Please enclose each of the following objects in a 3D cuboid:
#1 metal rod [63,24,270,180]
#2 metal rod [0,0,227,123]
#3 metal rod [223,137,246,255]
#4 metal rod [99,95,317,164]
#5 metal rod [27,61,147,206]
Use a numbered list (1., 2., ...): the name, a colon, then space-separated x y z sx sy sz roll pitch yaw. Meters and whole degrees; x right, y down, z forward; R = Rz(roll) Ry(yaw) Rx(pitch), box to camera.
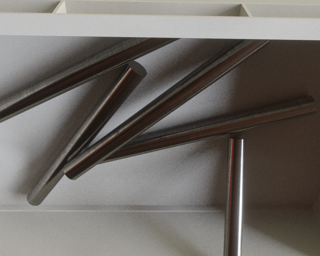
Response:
1. metal rod: -0.007 -0.019 0.377 0.300 0.025 0.025 -35 123 20
2. metal rod: -0.073 -0.070 0.348 0.300 0.025 0.025 -21 127 16
3. metal rod: 0.103 0.163 0.437 0.025 0.025 0.298 1 94 -2
4. metal rod: 0.047 0.006 0.415 0.301 0.025 0.025 -14 129 11
5. metal rod: -0.115 0.024 0.427 0.025 0.025 0.299 29 124 -23
